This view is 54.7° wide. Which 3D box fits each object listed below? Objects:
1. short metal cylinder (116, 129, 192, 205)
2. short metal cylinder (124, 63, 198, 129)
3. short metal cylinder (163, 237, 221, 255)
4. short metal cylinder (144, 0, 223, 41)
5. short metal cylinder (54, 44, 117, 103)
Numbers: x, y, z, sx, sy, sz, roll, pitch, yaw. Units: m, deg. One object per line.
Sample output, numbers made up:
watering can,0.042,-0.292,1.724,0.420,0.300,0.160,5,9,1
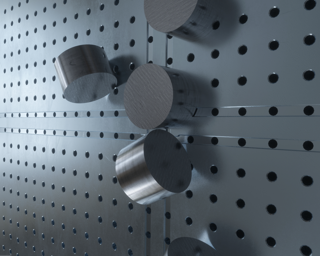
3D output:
short metal cylinder,-0.007,0.048,0.379,0.050,0.081,0.080,-31,71,36
short metal cylinder,0.000,-0.038,0.393,0.080,0.050,0.079,0,90,40
short metal cylinder,0.035,0.170,0.345,0.080,0.081,0.050,39,114,33
short metal cylinder,0.027,-0.149,0.371,0.080,0.050,0.079,0,90,40
short metal cylinder,-0.111,-0.079,0.465,0.080,0.081,0.050,-36,68,34
